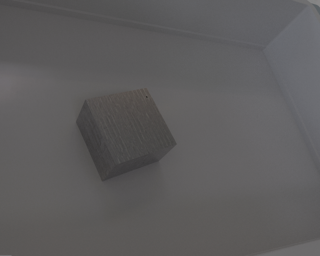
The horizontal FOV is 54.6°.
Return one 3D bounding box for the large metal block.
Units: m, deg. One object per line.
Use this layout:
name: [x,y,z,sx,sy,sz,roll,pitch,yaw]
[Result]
large metal block: [-0.041,0.006,0.364,0.081,0.050,0.080,-16,70,-34]
